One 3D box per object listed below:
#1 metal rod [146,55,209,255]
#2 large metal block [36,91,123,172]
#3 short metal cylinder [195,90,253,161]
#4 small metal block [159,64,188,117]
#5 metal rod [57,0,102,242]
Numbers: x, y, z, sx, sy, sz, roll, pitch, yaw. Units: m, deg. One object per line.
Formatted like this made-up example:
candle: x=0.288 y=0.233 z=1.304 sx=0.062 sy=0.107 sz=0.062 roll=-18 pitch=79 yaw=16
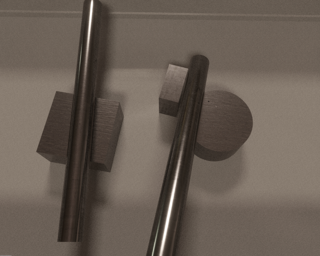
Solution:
metal rod: x=0.022 y=0.028 z=0.315 sx=0.025 sy=0.025 sz=0.300 roll=12 pitch=52 yaw=4
large metal block: x=-0.097 y=0.006 z=0.393 sx=0.080 sy=0.050 sz=0.080 roll=10 pitch=70 yaw=3
short metal cylinder: x=0.072 y=-0.002 z=0.398 sx=0.081 sy=0.050 sz=0.080 roll=0 pitch=70 yaw=-1
small metal block: x=0.017 y=-0.049 z=0.414 sx=0.025 sy=0.050 sz=0.050 roll=15 pitch=71 yaw=5
metal rod: x=-0.090 y=-0.025 z=0.364 sx=0.025 sy=0.025 sz=0.299 roll=0 pitch=70 yaw=0
